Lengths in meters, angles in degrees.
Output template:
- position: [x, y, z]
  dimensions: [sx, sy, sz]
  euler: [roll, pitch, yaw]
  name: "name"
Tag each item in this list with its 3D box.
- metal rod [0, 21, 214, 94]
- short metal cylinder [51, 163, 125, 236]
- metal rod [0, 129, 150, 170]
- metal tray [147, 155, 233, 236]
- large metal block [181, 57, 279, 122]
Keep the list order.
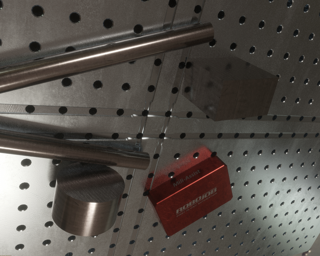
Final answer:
- position: [-0.078, -0.071, 0.325]
  dimensions: [0.302, 0.025, 0.025]
  euler: [-18, 126, -18]
  name: "metal rod"
- position: [-0.088, 0.085, 0.381]
  dimensions: [0.081, 0.080, 0.050]
  euler: [2, 117, -30]
  name: "short metal cylinder"
- position: [-0.143, 0.019, 0.345]
  dimensions: [0.302, 0.025, 0.025]
  euler: [12, 112, -34]
  name: "metal rod"
- position: [0.053, 0.111, 0.508]
  dimensions: [0.131, 0.030, 0.090]
  euler: [-28, 128, -12]
  name: "metal tray"
- position: [0.085, -0.053, 0.391]
  dimensions: [0.081, 0.080, 0.050]
  euler: [-7, 122, -25]
  name: "large metal block"
